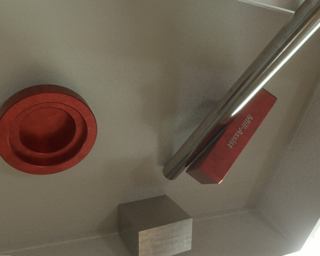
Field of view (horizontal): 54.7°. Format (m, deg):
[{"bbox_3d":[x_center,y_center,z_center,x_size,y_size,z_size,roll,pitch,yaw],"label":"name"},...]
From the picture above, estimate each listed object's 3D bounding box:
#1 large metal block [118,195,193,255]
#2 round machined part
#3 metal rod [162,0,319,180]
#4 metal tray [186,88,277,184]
[{"bbox_3d":[-0.009,0.144,0.452,0.081,0.080,0.050,-6,105,-26],"label":"large metal block"},{"bbox_3d":[-0.121,-0.002,0.331,0.099,0.042,0.097,-14,125,-21],"label":"round machined part"},{"bbox_3d":[0.076,-0.020,0.358,0.025,0.025,0.298,1,144,-30],"label":"metal rod"},{"bbox_3d":[0.090,0.012,0.406,0.030,0.090,0.130,37,77,2],"label":"metal tray"}]
